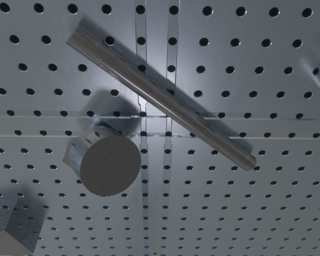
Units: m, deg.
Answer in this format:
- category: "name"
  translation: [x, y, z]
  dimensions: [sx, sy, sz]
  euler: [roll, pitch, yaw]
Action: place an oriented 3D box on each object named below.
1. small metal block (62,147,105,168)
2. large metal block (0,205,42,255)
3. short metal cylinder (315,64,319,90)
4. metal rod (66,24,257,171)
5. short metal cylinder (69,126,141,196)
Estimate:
- category: "small metal block"
  translation: [-0.102, 0.043, 0.448]
  dimensions: [0.050, 0.025, 0.050]
  euler: [-28, 125, 21]
- category: "large metal block"
  translation: [-0.276, 0.189, 0.553]
  dimensions: [0.080, 0.050, 0.080]
  euler: [-15, 129, 12]
- category: "short metal cylinder"
  translation: [0.228, -0.054, 0.352]
  dimensions: [0.081, 0.050, 0.079]
  euler: [0, 130, 0]
- category: "metal rod"
  translation: [0.020, -0.023, 0.391]
  dimensions: [0.301, 0.025, 0.025]
  euler: [34, 122, -26]
- category: "short metal cylinder"
  translation: [-0.072, 0.042, 0.405]
  dimensions: [0.081, 0.050, 0.079]
  euler: [-10, 109, -29]
